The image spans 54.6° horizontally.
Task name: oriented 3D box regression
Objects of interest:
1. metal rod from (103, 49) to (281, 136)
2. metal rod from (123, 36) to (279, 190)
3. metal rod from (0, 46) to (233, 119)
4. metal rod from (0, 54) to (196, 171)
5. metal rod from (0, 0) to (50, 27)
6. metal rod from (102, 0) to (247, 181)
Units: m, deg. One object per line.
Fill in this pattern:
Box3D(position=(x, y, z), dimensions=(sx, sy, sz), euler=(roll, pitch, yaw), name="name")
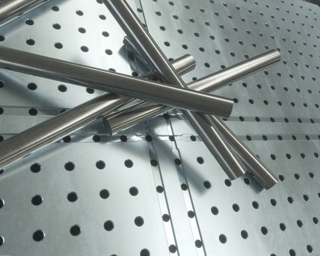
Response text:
Box3D(position=(0.061, -0.059, 0.439), dimensions=(0.302, 0.025, 0.025), euler=(-24, 75, -25), name="metal rod")
Box3D(position=(0.057, -0.028, 0.454), dimensions=(0.300, 0.025, 0.025), euler=(46, 51, 4), name="metal rod")
Box3D(position=(-0.064, -0.055, 0.359), dimensions=(0.302, 0.025, 0.025), euler=(12, 55, -4), name="metal rod")
Box3D(position=(-0.066, -0.029, 0.372), dimensions=(0.302, 0.025, 0.025), euler=(-32, 80, -32), name="metal rod")
Box3D(position=(-0.190, -0.154, 0.399), dimensions=(0.025, 0.025, 0.301), euler=(38, 51, -3), name="metal rod")
Box3D(position=(0.012, -0.063, 0.393), dimensions=(0.025, 0.025, 0.299), euler=(-34, 88, -38), name="metal rod")
